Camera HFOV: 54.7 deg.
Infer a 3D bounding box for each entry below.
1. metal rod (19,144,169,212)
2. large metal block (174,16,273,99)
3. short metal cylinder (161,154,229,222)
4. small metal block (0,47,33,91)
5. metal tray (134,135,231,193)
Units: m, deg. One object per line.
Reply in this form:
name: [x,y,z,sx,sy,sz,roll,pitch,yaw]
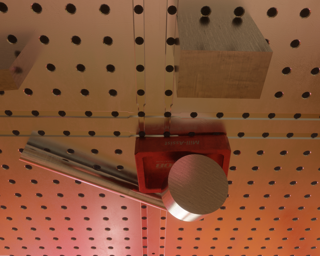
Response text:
metal rod: [-0.065,0.092,0.488,0.302,0.025,0.025,24,126,-20]
large metal block: [0.057,-0.073,0.314,0.081,0.080,0.050,1,130,-1]
short metal cylinder: [0.045,0.082,0.421,0.081,0.080,0.050,8,152,-7]
small metal block: [-0.176,-0.064,0.338,0.050,0.050,0.025,-4,130,3]
metal tray: [0.032,0.055,0.455,0.131,0.030,0.089,-2,130,1]
